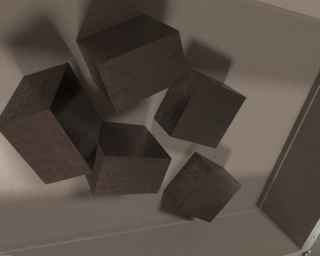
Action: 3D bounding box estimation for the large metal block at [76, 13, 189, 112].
[{"bbox_3d":[-0.029,-0.070,0.315,0.080,0.080,0.050,-27,128,-12],"label":"large metal block"}]

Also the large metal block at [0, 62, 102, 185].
[{"bbox_3d":[-0.102,-0.005,0.306,0.050,0.080,0.080,-15,129,9],"label":"large metal block"}]

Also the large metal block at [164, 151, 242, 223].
[{"bbox_3d":[0.068,0.095,0.491,0.080,0.050,0.080,31,101,-38],"label":"large metal block"}]

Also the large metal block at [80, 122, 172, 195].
[{"bbox_3d":[-0.046,0.034,0.370,0.081,0.080,0.050,6,116,-32],"label":"large metal block"}]

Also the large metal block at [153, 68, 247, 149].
[{"bbox_3d":[0.051,-0.026,0.406,0.081,0.050,0.080,16,110,-35],"label":"large metal block"}]
